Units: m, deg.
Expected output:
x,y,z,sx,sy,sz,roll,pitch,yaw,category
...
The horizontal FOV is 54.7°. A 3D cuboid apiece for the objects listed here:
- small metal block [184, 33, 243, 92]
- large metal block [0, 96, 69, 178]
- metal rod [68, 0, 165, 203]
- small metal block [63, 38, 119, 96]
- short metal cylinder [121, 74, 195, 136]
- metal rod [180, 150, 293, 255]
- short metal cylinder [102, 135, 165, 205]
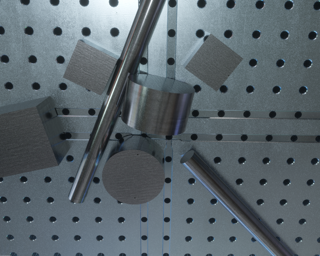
x,y,z,sx,sy,sz,roll,pitch,yaw,category
0.065,-0.082,0.384,0.050,0.025,0.050,34,106,-12,small metal block
-0.176,0.011,0.402,0.080,0.050,0.080,-12,110,4,large metal block
-0.062,-0.028,0.402,0.025,0.025,0.298,22,109,-8,metal rod
-0.084,-0.076,0.385,0.050,0.025,0.050,26,108,-9,small metal block
-0.003,-0.030,0.373,0.081,0.080,0.050,11,110,-4,short metal cylinder
0.138,0.144,0.467,0.025,0.025,0.300,-40,106,13,metal rod
-0.034,0.055,0.420,0.080,0.050,0.079,0,110,0,short metal cylinder
